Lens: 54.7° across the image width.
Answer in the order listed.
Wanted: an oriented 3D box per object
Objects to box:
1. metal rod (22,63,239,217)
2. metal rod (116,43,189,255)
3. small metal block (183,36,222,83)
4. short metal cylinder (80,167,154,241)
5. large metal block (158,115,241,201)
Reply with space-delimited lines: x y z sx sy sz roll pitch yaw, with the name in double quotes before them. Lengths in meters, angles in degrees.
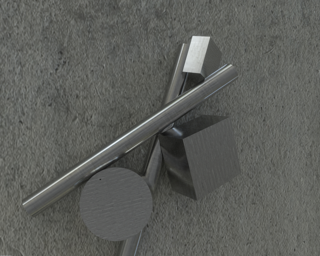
"metal rod" -0.028 0.009 0.382 0.301 0.025 0.025 -34 102 -10
"metal rod" -0.004 0.033 0.408 0.025 0.025 0.299 18 84 -19
"small metal block" 0.058 -0.089 0.419 0.050 0.025 0.050 25 79 -59
"short metal cylinder" -0.048 0.086 0.366 0.080 0.050 0.080 0 84 0
"large metal block" 0.053 0.034 0.401 0.081 0.050 0.080 -23 107 -31
